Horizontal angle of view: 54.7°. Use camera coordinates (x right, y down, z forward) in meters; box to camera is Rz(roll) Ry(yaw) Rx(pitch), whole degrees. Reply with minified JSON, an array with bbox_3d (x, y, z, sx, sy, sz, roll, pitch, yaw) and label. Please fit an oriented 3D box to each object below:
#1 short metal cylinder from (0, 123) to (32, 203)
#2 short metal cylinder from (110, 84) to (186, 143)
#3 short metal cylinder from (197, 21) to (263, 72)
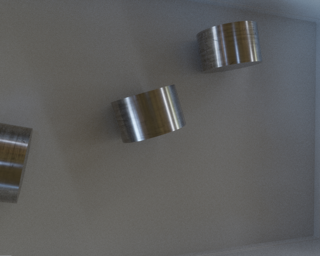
[{"bbox_3d":[-0.167,0.035,0.320,0.050,0.080,0.080,11,86,-20],"label":"short metal cylinder"},{"bbox_3d":[-0.014,-0.018,0.376,0.081,0.080,0.050,-18,97,-19],"label":"short metal cylinder"},{"bbox_3d":[0.092,-0.106,0.415,0.081,0.080,0.050,-10,94,-20],"label":"short metal cylinder"}]
